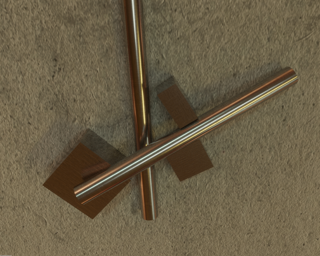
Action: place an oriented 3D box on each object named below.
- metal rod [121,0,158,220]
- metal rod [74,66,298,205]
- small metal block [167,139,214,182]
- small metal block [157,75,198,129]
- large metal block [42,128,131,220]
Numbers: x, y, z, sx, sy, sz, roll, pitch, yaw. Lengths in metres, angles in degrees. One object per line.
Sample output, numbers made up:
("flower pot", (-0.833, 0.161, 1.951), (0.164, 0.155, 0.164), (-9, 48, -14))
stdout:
("metal rod", (-0.024, -0.011, 0.405), (0.025, 0.025, 0.298), (-3, 110, 1))
("metal rod", (0.034, 0.008, 0.381), (0.301, 0.025, 0.025), (-29, 108, -3))
("small metal block", (0.039, 0.038, 0.424), (0.050, 0.025, 0.050), (-26, 108, 9))
("small metal block", (0.021, -0.033, 0.385), (0.025, 0.050, 0.050), (-32, 107, 11))
("large metal block", (-0.093, 0.061, 0.418), (0.080, 0.050, 0.080), (40, 105, -14))
